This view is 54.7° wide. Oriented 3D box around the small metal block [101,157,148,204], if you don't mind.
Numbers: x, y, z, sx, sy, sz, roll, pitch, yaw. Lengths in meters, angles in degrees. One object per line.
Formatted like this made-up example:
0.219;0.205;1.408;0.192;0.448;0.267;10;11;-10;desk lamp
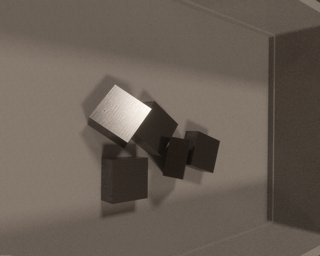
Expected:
-0.042;0.061;0.373;0.050;0.025;0.050;1;90;-40;small metal block

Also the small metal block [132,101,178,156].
-0.010;0.001;0.400;0.050;0.025;0.050;43;64;-32;small metal block

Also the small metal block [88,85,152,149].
-0.046;-0.013;0.355;0.050;0.025;0.050;34;65;-2;small metal block

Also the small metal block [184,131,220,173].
0.059;0.036;0.459;0.050;0.025;0.050;23;75;-38;small metal block

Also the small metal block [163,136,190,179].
0.023;0.041;0.410;0.050;0.025;0.050;64;37;-78;small metal block
